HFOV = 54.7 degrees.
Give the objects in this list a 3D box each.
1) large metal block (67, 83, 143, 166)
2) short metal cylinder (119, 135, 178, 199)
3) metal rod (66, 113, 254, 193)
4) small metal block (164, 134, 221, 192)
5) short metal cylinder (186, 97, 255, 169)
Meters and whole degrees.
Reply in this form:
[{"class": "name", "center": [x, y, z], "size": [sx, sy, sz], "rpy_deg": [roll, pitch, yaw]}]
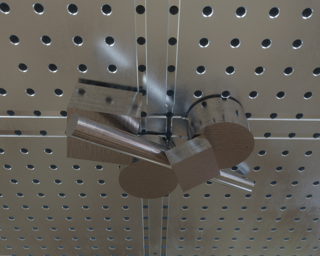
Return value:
[{"class": "large metal block", "center": [-0.069, -0.003, 0.385], "size": [0.081, 0.050, 0.079], "rpy_deg": [8, 130, -7]}, {"class": "short metal cylinder", "center": [-0.015, 0.055, 0.437], "size": [0.081, 0.050, 0.079], "rpy_deg": [0, 130, 0]}, {"class": "metal rod", "center": [0.025, 0.043, 0.398], "size": [0.302, 0.025, 0.025], "rpy_deg": [22, 128, -36]}, {"class": "small metal block", "center": [0.039, 0.042, 0.368], "size": [0.050, 0.025, 0.050], "rpy_deg": [-25, 128, -3]}, {"class": "short metal cylinder", "center": [0.075, 0.008, 0.398], "size": [0.081, 0.050, 0.079], "rpy_deg": [0, 130, 0]}]
